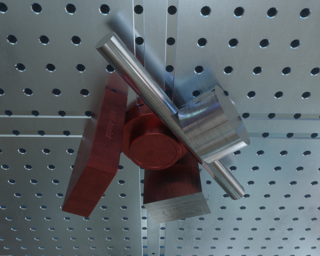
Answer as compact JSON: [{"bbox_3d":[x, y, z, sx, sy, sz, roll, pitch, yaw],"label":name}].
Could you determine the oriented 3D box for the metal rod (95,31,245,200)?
[{"bbox_3d":[0.031,0.005,0.389,0.025,0.025,0.300,-28,125,21],"label":"metal rod"}]

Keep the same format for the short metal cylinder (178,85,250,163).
[{"bbox_3d":[0.065,-0.004,0.371,0.050,0.080,0.080,-30,124,22],"label":"short metal cylinder"}]

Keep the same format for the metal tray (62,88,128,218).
[{"bbox_3d":[-0.074,0.025,0.364,0.030,0.130,0.089,22,127,-18],"label":"metal tray"}]

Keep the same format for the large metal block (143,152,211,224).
[{"bbox_3d":[0.024,0.083,0.447,0.080,0.080,0.050,-15,129,12],"label":"large metal block"}]

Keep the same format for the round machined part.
[{"bbox_3d":[-0.007,0.019,0.416,0.099,0.042,0.097,-1,130,0],"label":"round machined part"}]
